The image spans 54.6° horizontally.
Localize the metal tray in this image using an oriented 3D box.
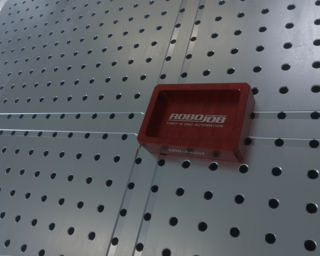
[{"bbox_3d":[0.044,-0.011,0.389,0.130,0.030,0.090,4,63,30],"label":"metal tray"}]
